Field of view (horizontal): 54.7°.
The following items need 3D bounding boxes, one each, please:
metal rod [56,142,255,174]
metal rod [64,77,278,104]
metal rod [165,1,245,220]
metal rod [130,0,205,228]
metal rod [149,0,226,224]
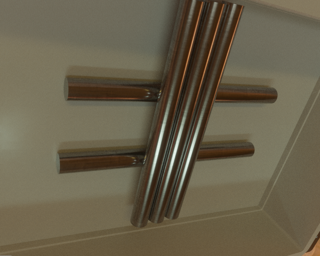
[{"bbox_3d":[0.013,0.039,0.438,0.303,0.025,0.025,-2,119,-28],"label":"metal rod"},{"bbox_3d":[0.034,-0.045,0.398,0.303,0.025,0.025,-2,119,-28],"label":"metal rod"},{"bbox_3d":[0.047,-0.003,0.397,0.025,0.025,0.298,-1,119,-28],"label":"metal rod"},{"bbox_3d":[0.002,0.001,0.375,0.025,0.025,0.298,-1,119,-28],"label":"metal rod"},{"bbox_3d":[0.025,-0.001,0.386,0.025,0.025,0.298,-1,119,-28],"label":"metal rod"}]
